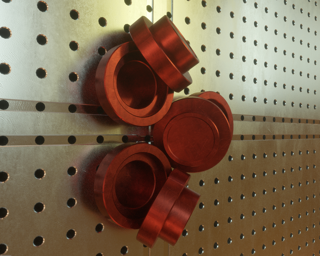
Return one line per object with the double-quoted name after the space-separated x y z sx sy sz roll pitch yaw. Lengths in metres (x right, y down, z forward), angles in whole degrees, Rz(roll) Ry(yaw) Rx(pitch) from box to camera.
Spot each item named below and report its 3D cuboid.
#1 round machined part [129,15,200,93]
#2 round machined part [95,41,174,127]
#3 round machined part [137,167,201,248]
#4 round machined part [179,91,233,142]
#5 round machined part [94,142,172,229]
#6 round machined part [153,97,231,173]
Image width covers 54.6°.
0.011 -0.094 0.370 0.098 0.042 0.098 49 17 -20 "round machined part"
-0.033 -0.050 0.368 0.099 0.042 0.097 0 90 -40 "round machined part"
0.015 0.100 0.372 0.042 0.098 0.098 28 71 11 "round machined part"
0.058 -0.003 0.445 0.099 0.042 0.097 0 90 -40 "round machined part"
-0.035 0.065 0.368 0.099 0.042 0.097 0 90 -40 "round machined part"
0.039 0.010 0.390 0.042 0.098 0.097 -56 136 -77 "round machined part"
